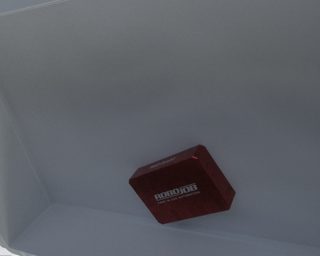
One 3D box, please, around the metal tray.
[{"bbox_3d":[0.028,0.085,0.444,0.130,0.030,0.090,-26,105,37],"label":"metal tray"}]
